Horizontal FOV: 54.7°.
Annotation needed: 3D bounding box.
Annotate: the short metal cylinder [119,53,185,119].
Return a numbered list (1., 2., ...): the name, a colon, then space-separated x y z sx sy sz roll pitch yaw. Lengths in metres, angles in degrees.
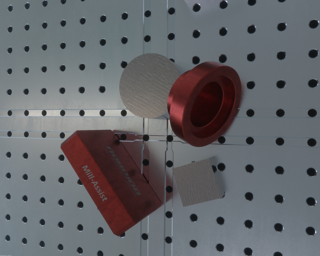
1. short metal cylinder: -0.005 -0.051 0.401 0.080 0.050 0.080 0 90 20

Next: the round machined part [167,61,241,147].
1. round machined part: 0.047 -0.030 0.362 0.042 0.099 0.097 31 101 41

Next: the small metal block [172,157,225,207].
1. small metal block: 0.049 0.068 0.395 0.050 0.025 0.050 -19 84 19

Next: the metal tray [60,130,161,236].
1. metal tray: -0.060 0.063 0.398 0.030 0.090 0.130 -39 78 16
